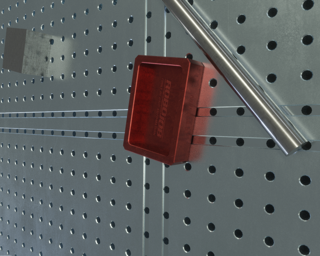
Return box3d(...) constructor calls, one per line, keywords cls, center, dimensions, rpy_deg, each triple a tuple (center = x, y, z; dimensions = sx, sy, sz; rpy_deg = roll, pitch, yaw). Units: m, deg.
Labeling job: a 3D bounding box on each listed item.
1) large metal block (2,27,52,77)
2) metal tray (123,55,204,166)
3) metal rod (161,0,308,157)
box3d(cls="large metal block", center=(-0.260, -0.148, 0.603), dimensions=(0.080, 0.050, 0.079), rpy_deg=(18, 101, 38))
box3d(cls="metal tray", center=(0.001, -0.026, 0.403), dimensions=(0.090, 0.030, 0.129), rpy_deg=(14, 99, 38))
box3d(cls="metal rod", center=(0.059, -0.096, 0.359), dimensions=(0.025, 0.025, 0.299), rpy_deg=(-47, 63, 30))
